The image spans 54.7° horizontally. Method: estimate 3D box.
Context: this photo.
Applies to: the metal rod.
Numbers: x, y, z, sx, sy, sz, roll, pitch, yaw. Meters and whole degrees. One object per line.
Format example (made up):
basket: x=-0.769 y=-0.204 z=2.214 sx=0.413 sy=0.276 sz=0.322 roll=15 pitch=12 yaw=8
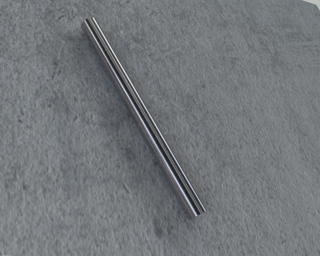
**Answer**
metal rod: x=-0.028 y=-0.022 z=0.403 sx=0.025 sy=0.025 sz=0.299 roll=-20 pitch=72 yaw=-36
